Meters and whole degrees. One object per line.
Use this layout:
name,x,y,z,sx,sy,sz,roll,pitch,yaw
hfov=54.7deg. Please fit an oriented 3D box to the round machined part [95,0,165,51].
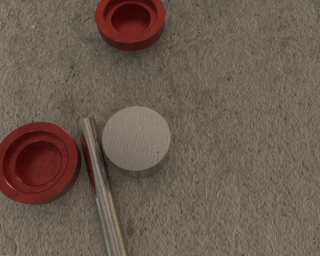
round machined part,-0.042,-0.154,0.455,0.099,0.042,0.098,0,70,0

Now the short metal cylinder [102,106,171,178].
short metal cylinder,-0.028,0.019,0.387,0.081,0.050,0.080,0,70,0

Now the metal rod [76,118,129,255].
metal rod,-0.054,0.126,0.361,0.025,0.025,0.299,-16,71,-6

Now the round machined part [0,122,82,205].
round machined part,-0.146,0.045,0.381,0.099,0.042,0.098,0,70,0
